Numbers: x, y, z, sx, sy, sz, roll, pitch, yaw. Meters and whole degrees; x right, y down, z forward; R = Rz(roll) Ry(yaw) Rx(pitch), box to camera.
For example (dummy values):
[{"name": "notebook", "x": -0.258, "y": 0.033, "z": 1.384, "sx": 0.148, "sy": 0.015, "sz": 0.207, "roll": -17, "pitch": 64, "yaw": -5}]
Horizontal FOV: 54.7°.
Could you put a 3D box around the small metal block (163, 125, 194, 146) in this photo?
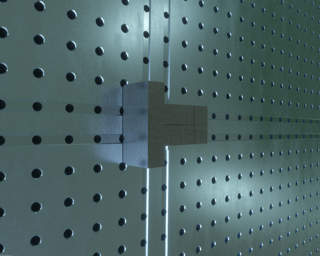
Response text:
[{"name": "small metal block", "x": 0.009, "y": 0.009, "z": 0.401, "sx": 0.050, "sy": 0.050, "sz": 0.025, "roll": 0, "pitch": 91, "yaw": -40}]

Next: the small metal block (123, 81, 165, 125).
[{"name": "small metal block", "x": -0.020, "y": -0.029, "z": 0.377, "sx": 0.025, "sy": 0.050, "sz": 0.050, "roll": 0, "pitch": 90, "yaw": -40}]

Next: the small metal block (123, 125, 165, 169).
[{"name": "small metal block", "x": -0.020, "y": 0.021, "z": 0.377, "sx": 0.025, "sy": 0.050, "sz": 0.050, "roll": 0, "pitch": 90, "yaw": -40}]

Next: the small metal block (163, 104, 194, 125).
[{"name": "small metal block", "x": 0.009, "y": -0.017, "z": 0.401, "sx": 0.050, "sy": 0.050, "sz": 0.025, "roll": 0, "pitch": 91, "yaw": -40}]

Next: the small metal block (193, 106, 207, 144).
[{"name": "small metal block", "x": 0.038, "y": -0.004, "z": 0.426, "sx": 0.025, "sy": 0.050, "sz": 0.050, "roll": 0, "pitch": 90, "yaw": -40}]
